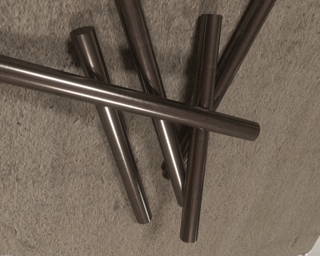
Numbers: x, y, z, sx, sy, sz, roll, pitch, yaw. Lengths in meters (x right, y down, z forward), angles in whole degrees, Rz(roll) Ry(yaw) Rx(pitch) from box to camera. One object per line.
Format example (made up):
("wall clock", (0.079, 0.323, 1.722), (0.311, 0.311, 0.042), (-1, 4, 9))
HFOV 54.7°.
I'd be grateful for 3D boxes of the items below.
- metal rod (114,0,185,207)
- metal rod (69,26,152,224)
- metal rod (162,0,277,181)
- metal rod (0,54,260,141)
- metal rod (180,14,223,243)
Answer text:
("metal rod", (0.002, -0.014, 0.381), (0.025, 0.025, 0.298), (-25, 122, -13))
("metal rod", (-0.051, 0.022, 0.393), (0.025, 0.025, 0.298), (-24, 127, -15))
("metal rod", (0.078, -0.055, 0.417), (0.025, 0.025, 0.298), (14, 111, -35))
("metal rod", (-0.019, -0.026, 0.336), (0.302, 0.025, 0.025), (13, 112, -22))
("metal rod", (0.050, 0.012, 0.400), (0.025, 0.025, 0.298), (-4, 107, -27))
